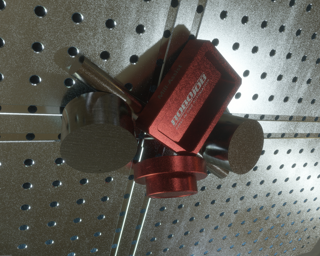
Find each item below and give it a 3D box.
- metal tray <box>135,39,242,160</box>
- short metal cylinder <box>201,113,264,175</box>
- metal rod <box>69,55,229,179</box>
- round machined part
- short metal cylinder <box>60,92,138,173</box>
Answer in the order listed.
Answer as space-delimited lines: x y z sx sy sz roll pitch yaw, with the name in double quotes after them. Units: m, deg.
0.040 -0.033 0.390 0.090 0.030 0.130 37 84 -39 "metal tray"
0.106 0.022 0.451 0.081 0.050 0.079 -11 108 -37 "short metal cylinder"
0.008 0.003 0.417 0.025 0.025 0.301 -49 129 6 "metal rod"
0.015 0.069 0.416 0.099 0.042 0.098 -4 161 -1 "round machined part"
-0.068 0.006 0.346 0.081 0.050 0.080 -8 136 -7 "short metal cylinder"
